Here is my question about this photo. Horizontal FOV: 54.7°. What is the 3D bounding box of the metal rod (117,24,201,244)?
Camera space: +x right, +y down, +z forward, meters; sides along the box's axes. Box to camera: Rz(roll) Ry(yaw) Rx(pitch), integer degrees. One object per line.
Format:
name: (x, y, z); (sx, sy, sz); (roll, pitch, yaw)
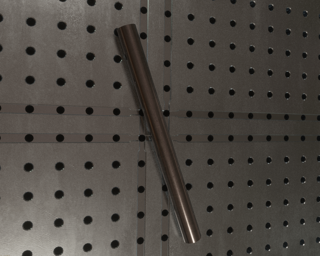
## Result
metal rod: (0.001, 0.012, 0.414); (0.025, 0.025, 0.298); (-20, 97, -19)
